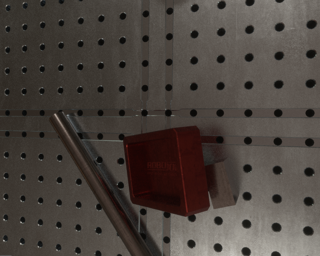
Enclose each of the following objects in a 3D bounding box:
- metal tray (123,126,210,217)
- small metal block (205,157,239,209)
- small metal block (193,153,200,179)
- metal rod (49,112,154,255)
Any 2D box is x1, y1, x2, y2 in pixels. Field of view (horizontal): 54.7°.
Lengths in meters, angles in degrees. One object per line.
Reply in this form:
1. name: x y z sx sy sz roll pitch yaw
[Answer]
1. metal tray: 0.001 0.049 0.368 0.130 0.030 0.089 -11 86 58
2. small metal block: 0.074 0.065 0.373 0.025 0.050 0.050 -16 85 18
3. small metal block: 0.033 0.058 0.385 0.025 0.050 0.050 -15 83 -23
4. metal rod: -0.072 0.104 0.436 0.025 0.025 0.299 -38 78 16
